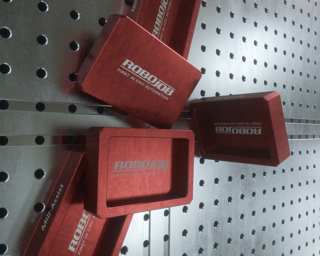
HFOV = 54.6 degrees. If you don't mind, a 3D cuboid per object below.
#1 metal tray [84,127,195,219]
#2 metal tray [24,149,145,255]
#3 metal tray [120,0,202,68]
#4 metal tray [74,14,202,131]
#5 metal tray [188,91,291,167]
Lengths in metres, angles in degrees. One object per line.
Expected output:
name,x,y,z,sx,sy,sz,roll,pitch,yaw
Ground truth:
metal tray,-0.018,0.045,0.349,0.131,0.030,0.090,3,89,-40
metal tray,-0.077,0.099,0.340,0.090,0.030,0.130,32,70,-35
metal tray,0.006,-0.151,0.408,0.090,0.030,0.130,22,76,-38
metal tray,-0.021,-0.059,0.366,0.131,0.030,0.090,27,96,-37
metal tray,0.104,0.001,0.427,0.030,0.130,0.090,-25,106,-37
